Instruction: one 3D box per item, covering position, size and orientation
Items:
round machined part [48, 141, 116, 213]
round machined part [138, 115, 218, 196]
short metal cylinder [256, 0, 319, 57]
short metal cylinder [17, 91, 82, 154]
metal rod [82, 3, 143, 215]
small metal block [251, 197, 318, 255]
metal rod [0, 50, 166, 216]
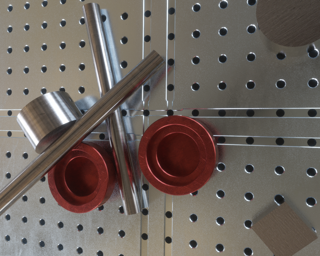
[{"bbox_3d":[-0.106,0.067,0.440,0.098,0.042,0.097,0,90,20],"label":"round machined part"},{"bbox_3d":[0.025,0.033,0.394,0.098,0.042,0.097,0,90,20],"label":"round machined part"},{"bbox_3d":[0.151,-0.125,0.346,0.080,0.050,0.080,0,90,20],"label":"short metal cylinder"},{"bbox_3d":[-0.150,-0.007,0.436,0.080,0.080,0.050,-40,78,16],"label":"short metal cylinder"},{"bbox_3d":[-0.068,-0.029,0.436,0.025,0.025,0.298,-14,85,19],"label":"metal rod"},{"bbox_3d":[0.144,0.118,0.362,0.050,0.025,0.050,-43,77,15],"label":"small metal block"},{"bbox_3d":[-0.111,0.007,0.410,0.300,0.025,0.025,-43,76,0],"label":"metal rod"}]
